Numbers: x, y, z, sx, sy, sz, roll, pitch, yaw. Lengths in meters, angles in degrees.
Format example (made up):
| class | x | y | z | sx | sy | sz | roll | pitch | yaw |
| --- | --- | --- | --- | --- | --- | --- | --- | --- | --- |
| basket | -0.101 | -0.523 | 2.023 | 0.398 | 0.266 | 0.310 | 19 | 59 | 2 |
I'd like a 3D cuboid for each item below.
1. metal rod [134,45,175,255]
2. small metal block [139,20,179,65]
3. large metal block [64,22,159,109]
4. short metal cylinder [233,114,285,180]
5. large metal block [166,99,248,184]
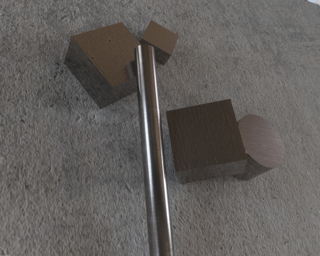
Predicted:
| class | x | y | z | sx | sy | sz | roll | pitch | yaw |
| --- | --- | --- | --- | --- | --- | --- | --- | --- | --- |
| metal rod | -0.006 | 0.046 | 0.337 | 0.025 | 0.025 | 0.299 | 3 | 71 | -27 |
| small metal block | -0.004 | -0.133 | 0.483 | 0.050 | 0.025 | 0.050 | 27 | 52 | -11 |
| large metal block | -0.063 | -0.083 | 0.404 | 0.081 | 0.050 | 0.080 | -32 | 80 | -38 |
| short metal cylinder | 0.126 | 0.028 | 0.436 | 0.081 | 0.050 | 0.080 | 15 | 55 | -23 |
| large metal block | 0.056 | 0.018 | 0.384 | 0.080 | 0.050 | 0.080 | -11 | 62 | 5 |
